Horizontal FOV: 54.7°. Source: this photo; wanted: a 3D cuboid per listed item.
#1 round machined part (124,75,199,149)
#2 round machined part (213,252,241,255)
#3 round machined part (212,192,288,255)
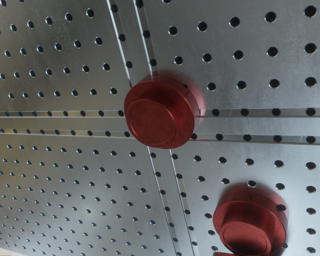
[{"bbox_3d":[-0.003,-0.014,0.392,0.098,0.042,0.097,13,124,20],"label":"round machined part"},{"bbox_3d":[0.121,0.209,0.435,0.099,0.042,0.098,12,156,6],"label":"round machined part"},{"bbox_3d":[0.119,0.138,0.422,0.098,0.042,0.097,13,124,20],"label":"round machined part"}]
